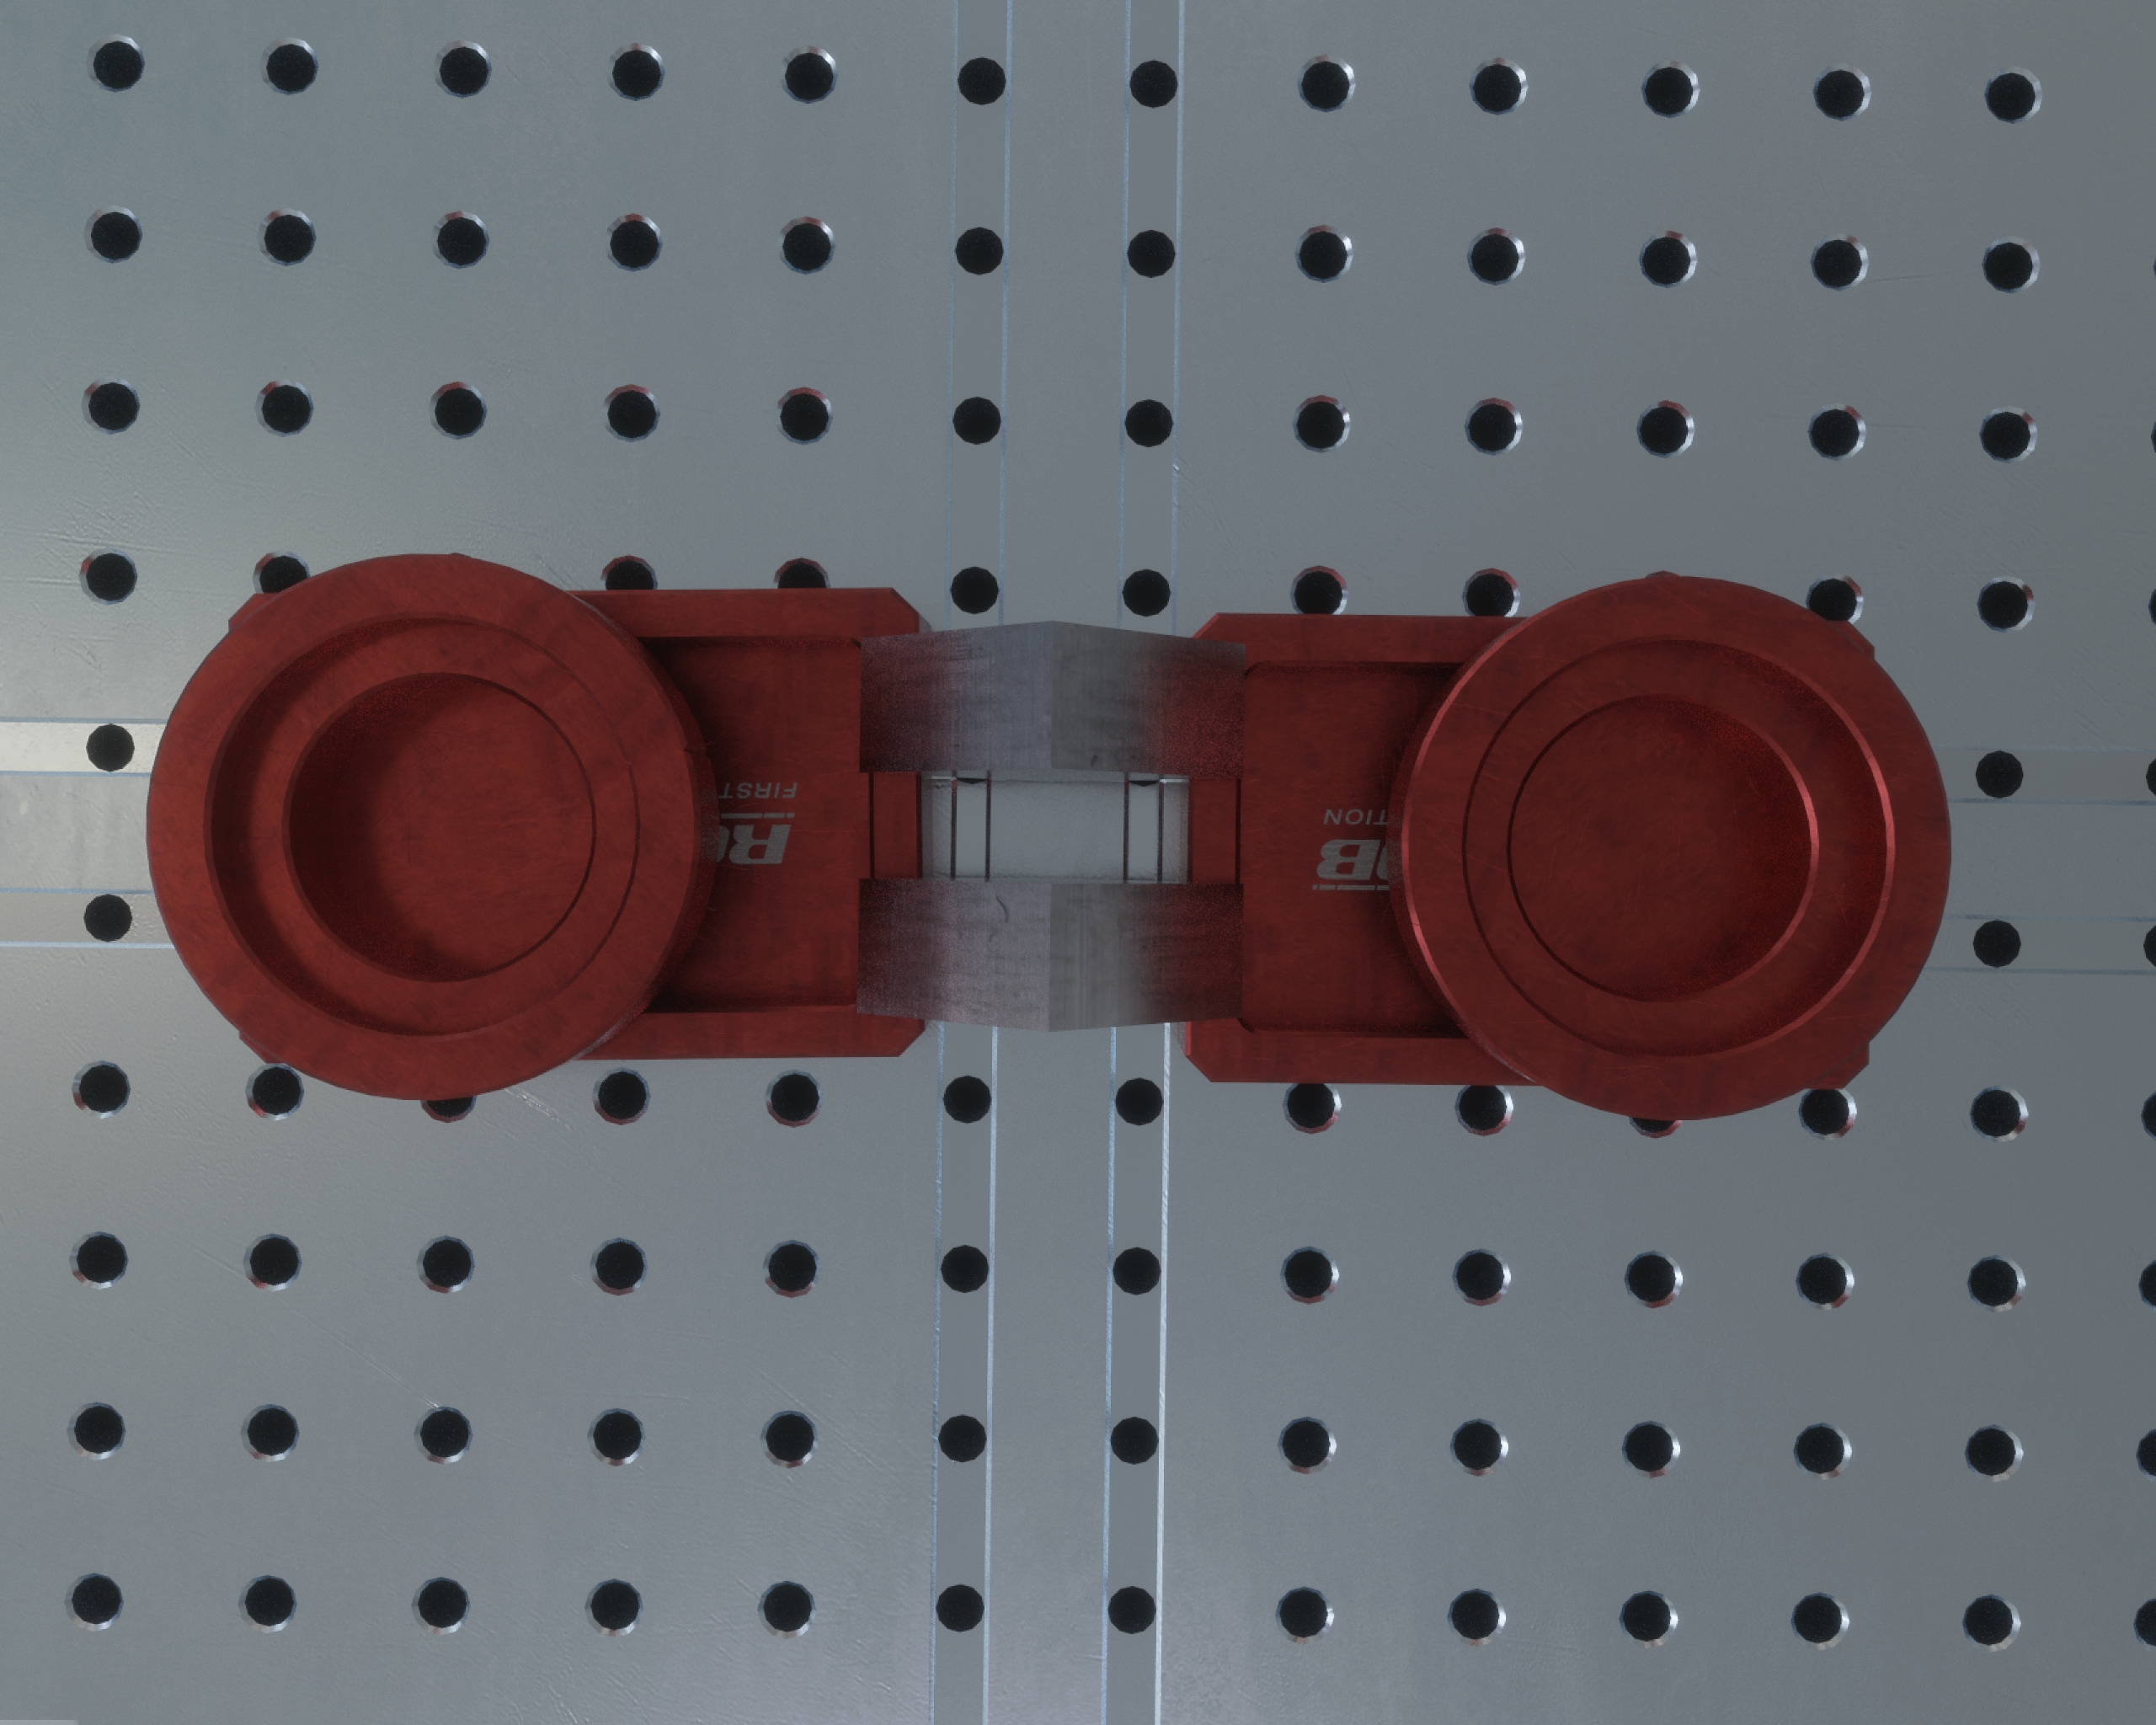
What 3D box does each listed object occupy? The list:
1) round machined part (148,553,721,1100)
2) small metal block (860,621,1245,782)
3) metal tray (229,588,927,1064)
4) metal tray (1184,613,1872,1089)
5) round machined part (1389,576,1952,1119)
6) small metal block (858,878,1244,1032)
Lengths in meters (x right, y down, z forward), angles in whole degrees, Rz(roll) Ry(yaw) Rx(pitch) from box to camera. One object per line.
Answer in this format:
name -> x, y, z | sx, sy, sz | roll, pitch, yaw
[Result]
round machined part -> -0.116, -0.006, 0.391 | 0.099, 0.042, 0.097 | 0, 90, 0
small metal block -> -0.005, -0.029, 0.386 | 0.050, 0.050, 0.025 | 1, 90, 44
metal tray -> -0.095, -0.007, 0.411 | 0.131, 0.030, 0.089 | -1, 92, 0
metal tray -> 0.086, -0.002, 0.412 | 0.131, 0.030, 0.089 | 1, 90, 0
round machined part -> 0.107, -0.003, 0.393 | 0.099, 0.042, 0.097 | 0, 90, 0
small metal block -> -0.005, 0.016, 0.386 | 0.050, 0.050, 0.025 | 1, 90, 44
